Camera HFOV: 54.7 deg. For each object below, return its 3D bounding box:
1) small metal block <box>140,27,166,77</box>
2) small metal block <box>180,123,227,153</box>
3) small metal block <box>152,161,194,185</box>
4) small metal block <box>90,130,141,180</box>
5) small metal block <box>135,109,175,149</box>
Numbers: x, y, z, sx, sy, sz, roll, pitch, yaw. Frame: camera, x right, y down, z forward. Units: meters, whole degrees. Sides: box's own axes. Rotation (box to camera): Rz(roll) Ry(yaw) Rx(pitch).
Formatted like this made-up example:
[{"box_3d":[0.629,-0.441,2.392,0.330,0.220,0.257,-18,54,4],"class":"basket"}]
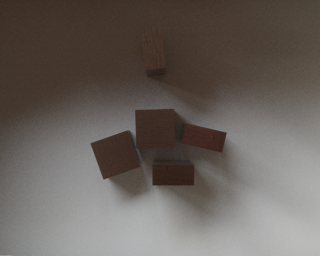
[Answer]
[{"box_3d":[-0.008,-0.096,0.399,0.025,0.050,0.050,-8,90,0],"class":"small metal block"},{"box_3d":[0.053,0.012,0.399,0.050,0.050,0.025,13,90,0],"class":"small metal block"},{"box_3d":[0.016,0.057,0.399,0.050,0.050,0.025,0,90,0],"class":"small metal block"},{"box_3d":[-0.057,0.035,0.411,0.050,0.025,0.050,-19,90,0],"class":"small metal block"},{"box_3d":[-0.006,0.001,0.411,0.050,0.025,0.050,-2,90,0],"class":"small metal block"}]
